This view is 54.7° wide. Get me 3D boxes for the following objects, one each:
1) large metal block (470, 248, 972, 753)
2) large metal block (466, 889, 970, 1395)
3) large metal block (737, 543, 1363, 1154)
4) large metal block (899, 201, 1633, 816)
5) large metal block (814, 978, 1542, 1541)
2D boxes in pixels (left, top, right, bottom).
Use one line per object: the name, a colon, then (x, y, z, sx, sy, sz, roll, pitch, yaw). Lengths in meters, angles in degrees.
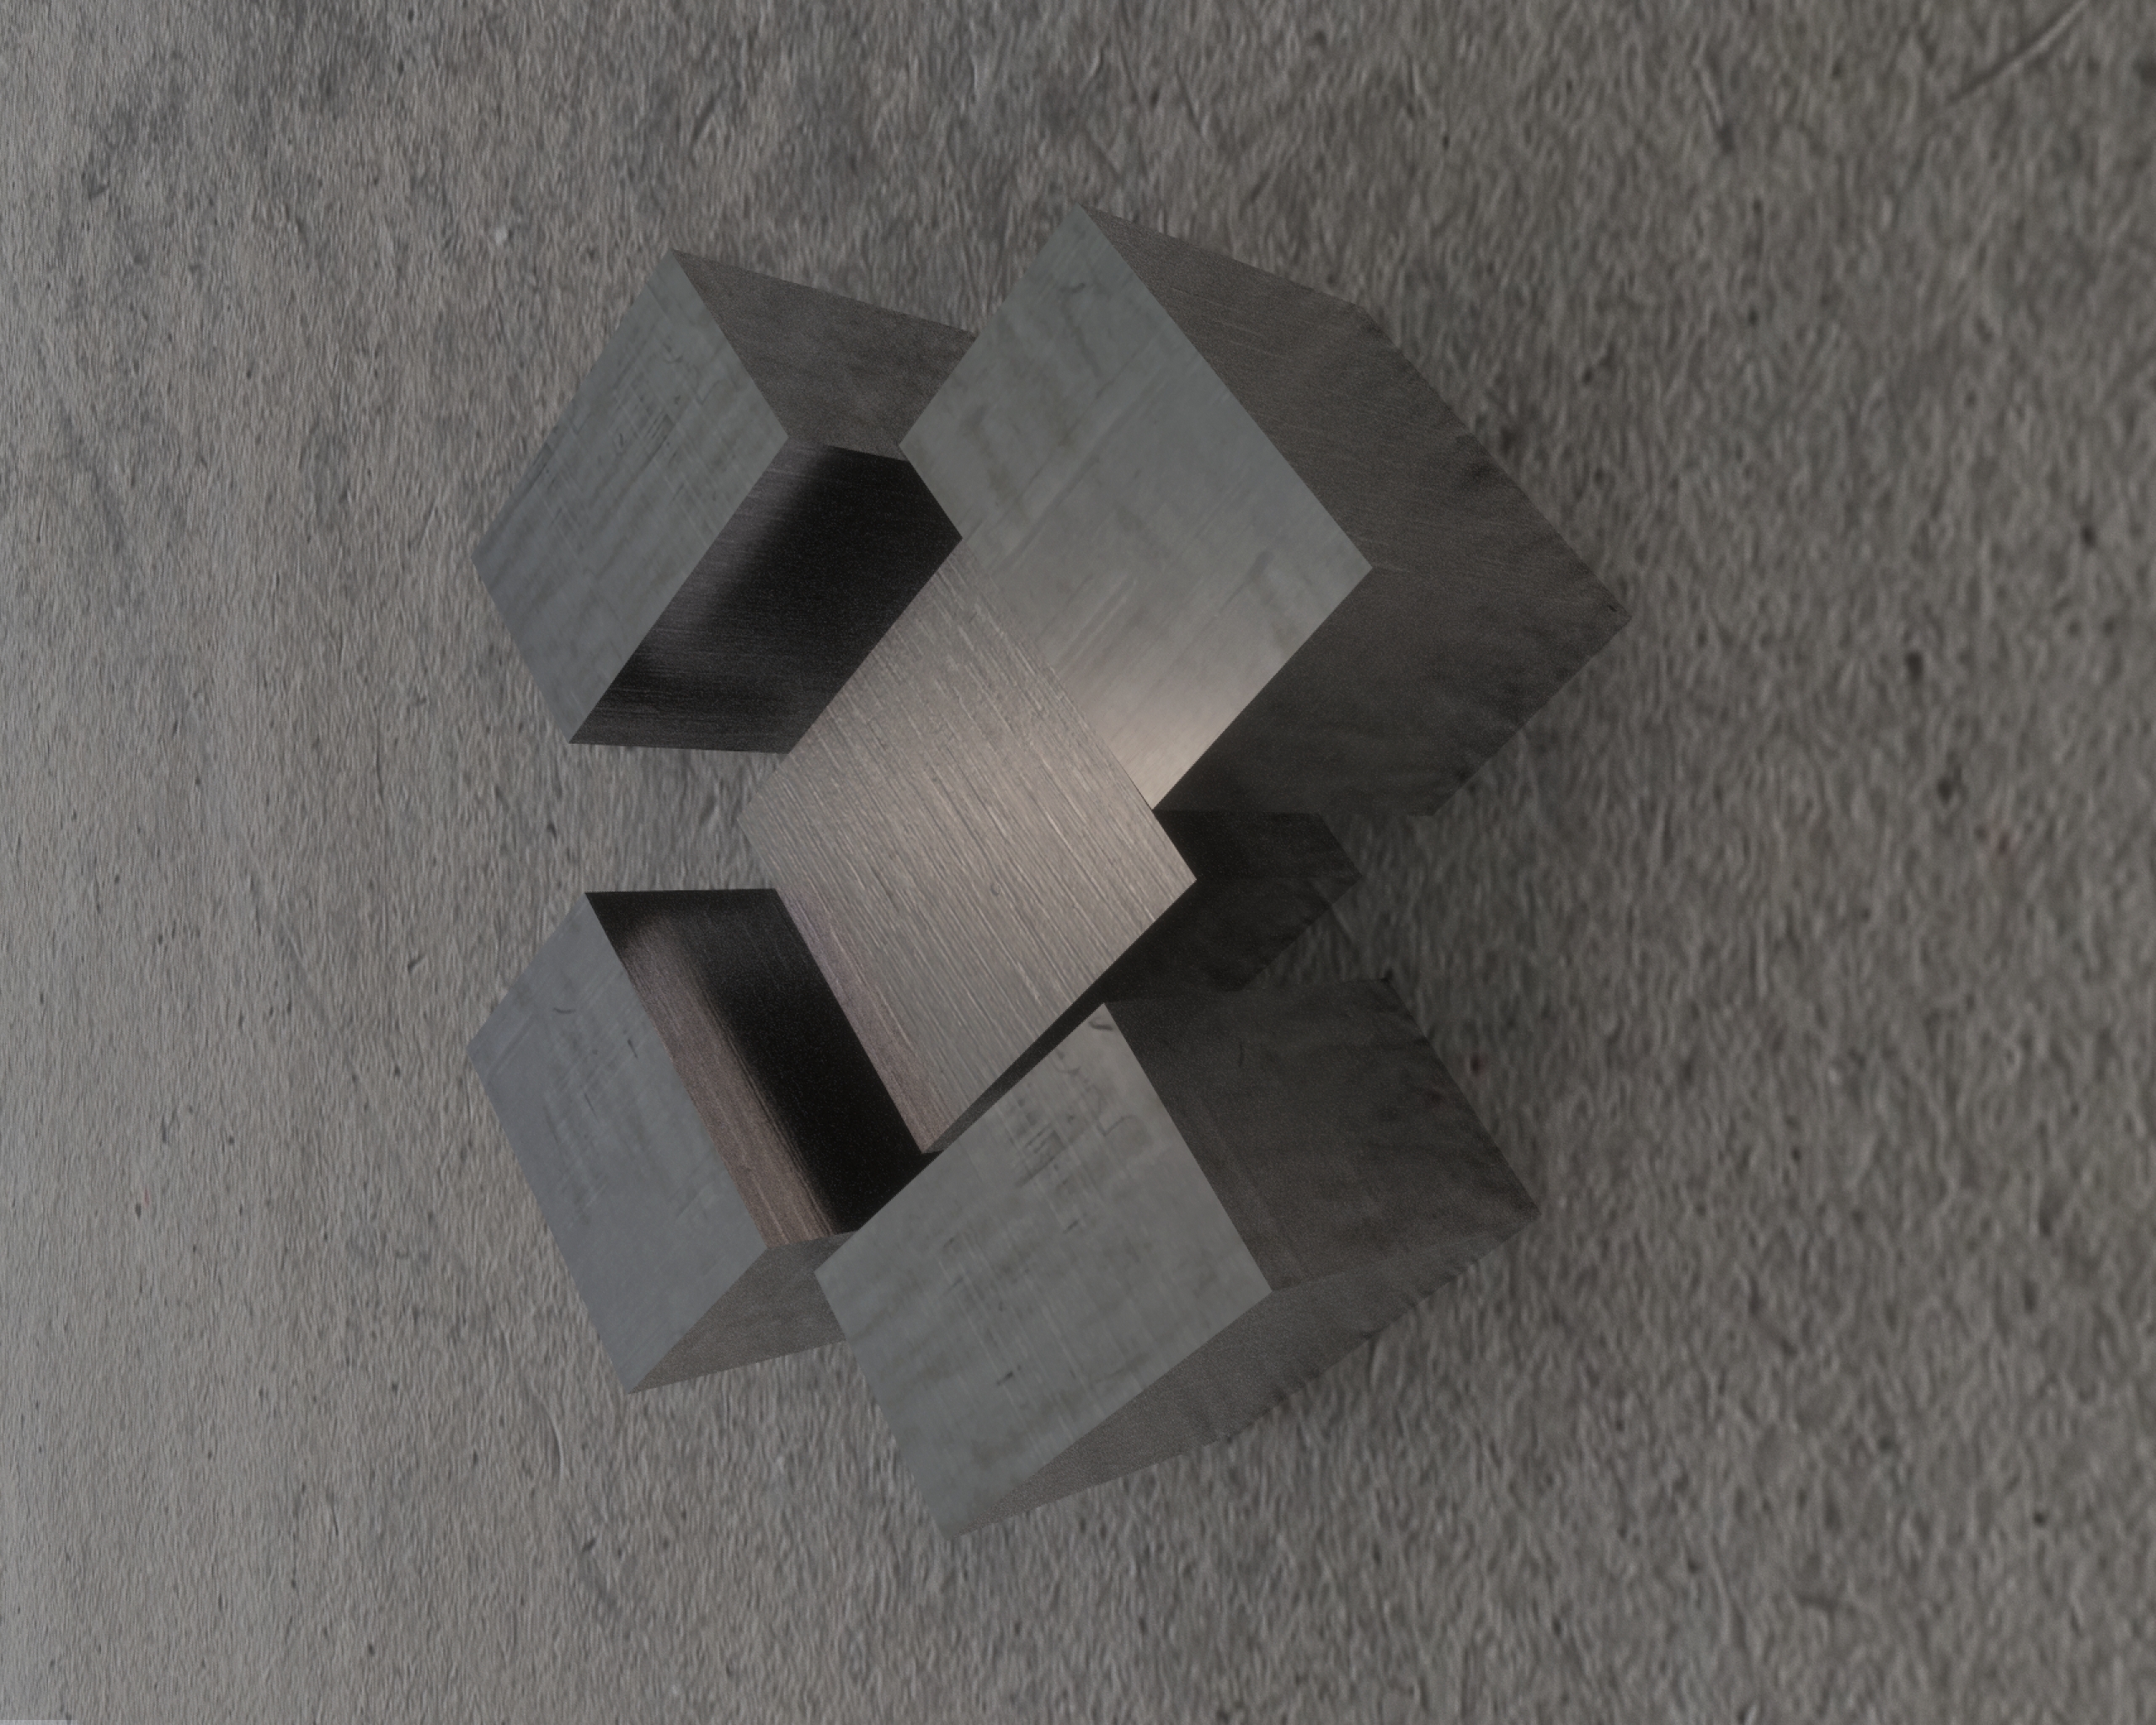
large metal block: (-0.060, -0.067, 0.418, 0.080, 0.081, 0.050, -47, 62, 30)
large metal block: (-0.062, 0.052, 0.421, 0.050, 0.081, 0.080, -47, 62, 30)
large metal block: (-0.008, -0.003, 0.395, 0.080, 0.050, 0.080, -47, 62, 30)
large metal block: (0.031, -0.054, 0.343, 0.050, 0.081, 0.080, -48, 62, 29)
large metal block: (0.017, 0.065, 0.355, 0.080, 0.081, 0.050, -45, 63, 31)
